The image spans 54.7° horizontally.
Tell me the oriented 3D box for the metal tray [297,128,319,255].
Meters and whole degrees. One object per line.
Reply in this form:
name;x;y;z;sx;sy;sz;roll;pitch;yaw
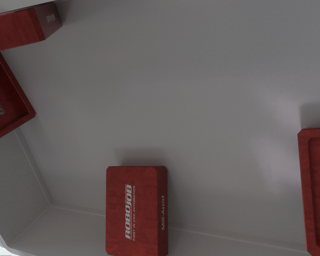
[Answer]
metal tray;0.191;0.062;0.307;0.090;0.030;0.129;-4;90;30

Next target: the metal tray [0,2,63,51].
metal tray;-0.164;-0.110;0.341;0.091;0.130;0.030;-15;115;-3

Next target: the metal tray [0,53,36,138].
metal tray;-0.261;-0.053;0.471;0.030;0.090;0.129;-11;113;33

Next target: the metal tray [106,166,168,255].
metal tray;-0.035;0.121;0.455;0.090;0.030;0.129;-4;83;29
